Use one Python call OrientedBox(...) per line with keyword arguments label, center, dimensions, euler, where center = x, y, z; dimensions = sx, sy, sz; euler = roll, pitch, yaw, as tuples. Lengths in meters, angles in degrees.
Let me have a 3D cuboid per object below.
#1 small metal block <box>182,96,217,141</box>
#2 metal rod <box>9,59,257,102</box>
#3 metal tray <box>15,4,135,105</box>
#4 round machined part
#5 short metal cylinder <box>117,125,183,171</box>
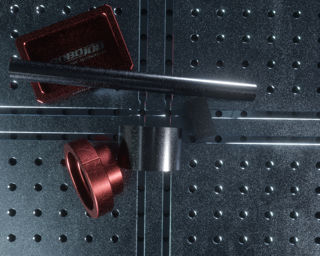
OrientedBox(label="small metal block", center=(0.050, -0.012, 0.402), dimensions=(0.025, 0.050, 0.050), euler=(-17, 90, 0))
OrientedBox(label="metal rod", center=(-0.024, -0.058, 0.389), dimensions=(0.302, 0.025, 0.025), euler=(4, 90, -10))
OrientedBox(label="metal tray", center=(-0.109, -0.095, 0.409), dimensions=(0.131, 0.030, 0.090), euler=(-21, 90, -1))
OrientedBox(label="round machined part", center=(-0.079, 0.057, 0.382), dimensions=(0.042, 0.098, 0.098), euler=(-21, 91, -28))
OrientedBox(label="short metal cylinder", center=(-0.012, 0.023, 0.386), dimensions=(0.081, 0.080, 0.050), euler=(3, 90, -1))
